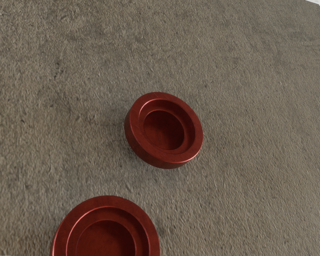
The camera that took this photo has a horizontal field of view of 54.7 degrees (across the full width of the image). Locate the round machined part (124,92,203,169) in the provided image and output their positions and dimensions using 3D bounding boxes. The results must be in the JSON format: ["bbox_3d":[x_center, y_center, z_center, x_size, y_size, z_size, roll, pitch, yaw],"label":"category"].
[{"bbox_3d":[0.002,0.006,0.390,0.099,0.042,0.098,14,56,-21],"label":"round machined part"}]

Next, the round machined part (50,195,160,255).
[{"bbox_3d":[-0.053,0.117,0.293,0.099,0.042,0.098,14,56,-21],"label":"round machined part"}]
